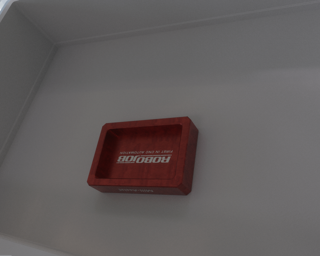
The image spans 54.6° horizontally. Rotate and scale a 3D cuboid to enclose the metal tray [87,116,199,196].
[{"bbox_3d":[-0.022,0.036,0.392,0.130,0.030,0.090,-4,60,26],"label":"metal tray"}]
